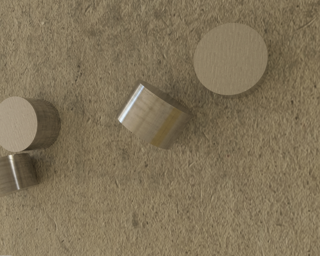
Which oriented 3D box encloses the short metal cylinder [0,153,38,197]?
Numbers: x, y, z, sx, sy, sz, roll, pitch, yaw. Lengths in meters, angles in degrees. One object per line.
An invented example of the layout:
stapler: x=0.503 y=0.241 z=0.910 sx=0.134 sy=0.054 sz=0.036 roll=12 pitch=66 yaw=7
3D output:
short metal cylinder: x=-0.230 y=0.073 z=0.461 sx=0.080 sy=0.080 sz=0.050 roll=-20 pitch=84 yaw=19

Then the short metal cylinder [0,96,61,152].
short metal cylinder: x=-0.199 y=-0.006 z=0.466 sx=0.080 sy=0.050 sz=0.080 roll=0 pitch=90 yaw=20

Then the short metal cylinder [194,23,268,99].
short metal cylinder: x=0.085 y=-0.076 z=0.365 sx=0.080 sy=0.050 sz=0.080 roll=0 pitch=90 yaw=20

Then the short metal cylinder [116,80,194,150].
short metal cylinder: x=-0.006 y=-0.017 z=0.382 sx=0.080 sy=0.080 sz=0.050 roll=37 pitch=102 yaw=16
